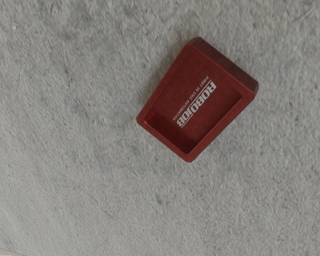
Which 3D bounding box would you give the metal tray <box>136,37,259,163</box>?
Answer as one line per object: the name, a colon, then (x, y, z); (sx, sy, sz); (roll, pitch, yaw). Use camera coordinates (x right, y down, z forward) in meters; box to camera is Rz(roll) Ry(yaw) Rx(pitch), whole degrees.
metal tray: (0.039, -0.028, 0.366); (0.090, 0.030, 0.129); (39, 129, 2)
